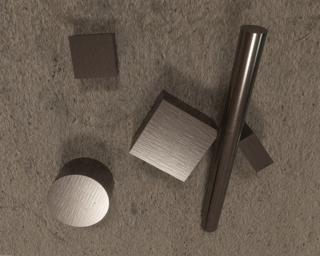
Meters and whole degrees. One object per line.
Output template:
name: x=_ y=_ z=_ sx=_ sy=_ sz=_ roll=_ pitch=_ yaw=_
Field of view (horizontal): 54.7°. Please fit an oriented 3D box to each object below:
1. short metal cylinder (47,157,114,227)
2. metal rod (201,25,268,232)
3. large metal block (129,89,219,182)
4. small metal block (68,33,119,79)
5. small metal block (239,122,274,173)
short metal cylinder: x=-0.107 y=0.088 z=0.427 sx=0.081 sy=0.050 sz=0.079 roll=0 pitch=110 yaw=-1
metal rod: x=0.081 y=0.027 z=0.378 sx=0.025 sy=0.025 sz=0.298 roll=2 pitch=127 yaw=-1
large metal block: x=0.017 y=0.009 z=0.400 sx=0.080 sy=0.050 sz=0.080 roll=30 pitch=107 yaw=-11
small metal block: x=-0.079 y=-0.088 z=0.376 sx=0.050 sy=0.025 sz=0.050 roll=-3 pitch=110 yaw=0
small metal block: x=0.118 y=0.023 z=0.407 sx=0.025 sy=0.050 sz=0.050 roll=-34 pitch=107 yaw=11
